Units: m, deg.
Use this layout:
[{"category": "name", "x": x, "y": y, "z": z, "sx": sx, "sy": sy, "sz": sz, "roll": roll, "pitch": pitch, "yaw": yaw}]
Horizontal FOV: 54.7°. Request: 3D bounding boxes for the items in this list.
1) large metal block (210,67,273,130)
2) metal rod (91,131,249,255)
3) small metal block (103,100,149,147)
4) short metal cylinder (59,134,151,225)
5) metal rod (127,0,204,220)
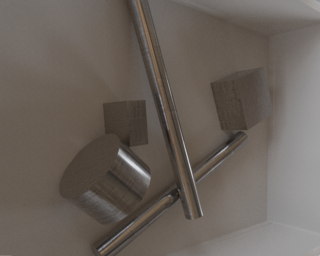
[{"category": "large metal block", "x": 0.135, "y": -0.048, "z": 0.507, "sx": 0.081, "sy": 0.050, "sz": 0.080, "roll": -26, "pitch": 107, "yaw": -37}, {"category": "metal rod", "x": 0.035, "y": 0.080, "z": 0.438, "sx": 0.302, "sy": 0.025, "sz": 0.025, "roll": -31, "pitch": 110, "yaw": -36}, {"category": "small metal block", "x": -0.040, "y": -0.006, "z": 0.358, "sx": 0.025, "sy": 0.050, "sz": 0.050, "roll": -7, "pitch": 95, "yaw": -40}, {"category": "short metal cylinder", "x": -0.057, "y": 0.052, "z": 0.325, "sx": 0.050, "sy": 0.080, "sz": 0.080, "roll": 48, "pitch": 61, "yaw": -30}, {"category": "metal rod", "x": 0.007, "y": -0.028, "z": 0.395, "sx": 0.025, "sy": 0.025, "sz": 0.298, "roll": -19, "pitch": 97, "yaw": -39}]
